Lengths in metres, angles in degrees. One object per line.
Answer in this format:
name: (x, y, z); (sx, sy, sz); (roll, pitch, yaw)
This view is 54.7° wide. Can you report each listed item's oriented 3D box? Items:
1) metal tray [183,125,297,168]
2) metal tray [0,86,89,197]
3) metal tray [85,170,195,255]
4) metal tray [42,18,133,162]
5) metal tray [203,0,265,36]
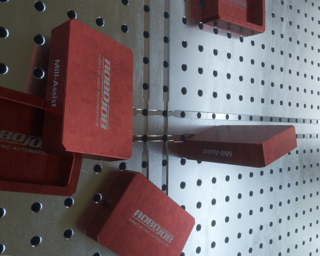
metal tray: (0.109, 0.021, 0.434); (0.091, 0.130, 0.030); (-19, 102, -39)
metal tray: (-0.137, 0.012, 0.291); (0.131, 0.030, 0.090); (17, 80, -39)
metal tray: (-0.018, 0.125, 0.393); (0.130, 0.030, 0.090); (46, 63, -31)
metal tray: (-0.069, -0.034, 0.322); (0.090, 0.030, 0.129); (17, 68, -51)
metal tray: (0.126, -0.210, 0.513); (0.131, 0.030, 0.089); (-2, 91, -40)
